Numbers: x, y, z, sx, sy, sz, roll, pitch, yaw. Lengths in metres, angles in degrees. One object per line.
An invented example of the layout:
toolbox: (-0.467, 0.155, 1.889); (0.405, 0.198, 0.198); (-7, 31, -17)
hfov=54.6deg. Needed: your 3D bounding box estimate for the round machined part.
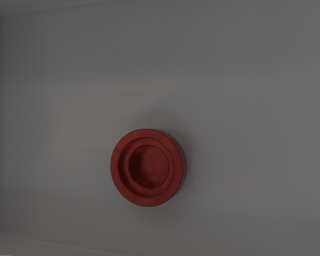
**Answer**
round machined part: (-0.012, 0.049, 0.406); (0.098, 0.042, 0.097); (0, 90, 20)
